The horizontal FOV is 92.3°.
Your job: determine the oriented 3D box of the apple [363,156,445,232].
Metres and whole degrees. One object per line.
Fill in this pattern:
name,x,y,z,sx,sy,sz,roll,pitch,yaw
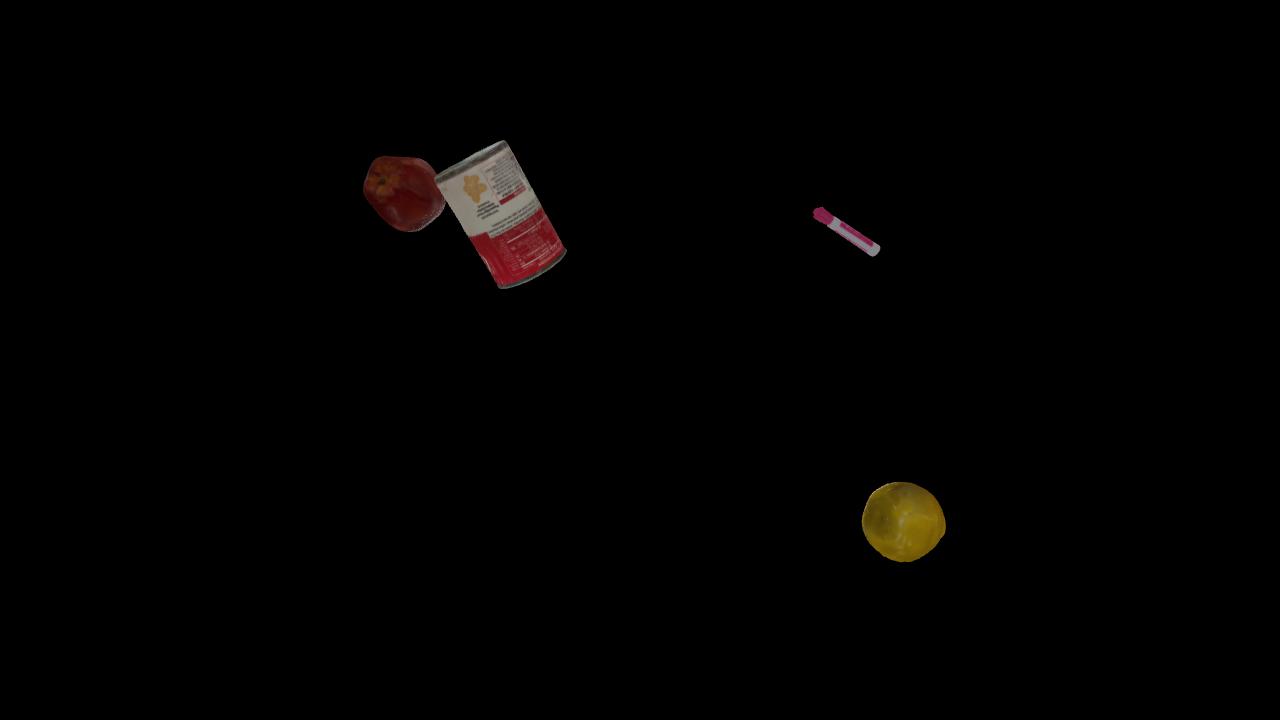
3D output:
apple,-0.250,-0.177,0.653,0.079,0.079,0.093,0,2,2

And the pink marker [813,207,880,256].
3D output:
pink marker,0.297,-0.185,0.885,0.121,0.020,0.020,26,-10,-21

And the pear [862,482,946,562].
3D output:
pear,0.287,0.166,0.634,0.111,0.080,0.080,6,-3,-26

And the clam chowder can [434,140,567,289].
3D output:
clam chowder can,-0.114,-0.120,0.510,0.068,0.102,0.068,-22,27,11
